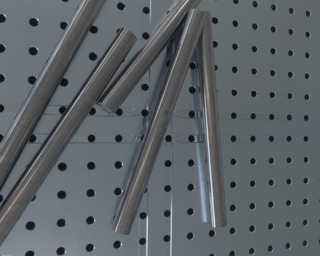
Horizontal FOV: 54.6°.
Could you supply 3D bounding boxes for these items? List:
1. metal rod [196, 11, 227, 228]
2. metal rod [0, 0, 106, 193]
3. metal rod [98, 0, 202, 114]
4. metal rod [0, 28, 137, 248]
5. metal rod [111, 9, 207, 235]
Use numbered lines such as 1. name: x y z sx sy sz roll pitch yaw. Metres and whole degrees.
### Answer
1. metal rod: 0.071 -0.011 0.438 0.025 0.025 0.298 -5 92 -20
2. metal rod: -0.134 -0.049 0.363 0.025 0.025 0.299 29 81 -18
3. metal rod: 0.018 -0.144 0.418 0.025 0.025 0.300 39 77 -16
4. metal rod: -0.116 0.007 0.369 0.025 0.025 0.300 34 79 -17
5. metal rod: 0.000 -0.010 0.402 0.025 0.025 0.299 21 87 -19
